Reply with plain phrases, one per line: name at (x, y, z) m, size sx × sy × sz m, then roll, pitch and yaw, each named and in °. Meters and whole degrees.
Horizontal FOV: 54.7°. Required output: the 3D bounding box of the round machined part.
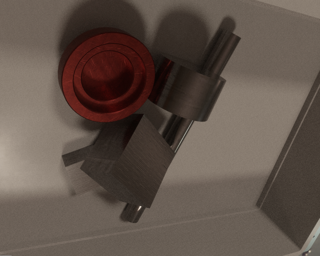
round machined part at (-0.058, -0.058, 0.331) m, size 0.099 × 0.042 × 0.097 m, roll -14°, pitch 125°, yaw -21°

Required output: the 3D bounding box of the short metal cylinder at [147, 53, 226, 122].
short metal cylinder at (0.029, -0.048, 0.360) m, size 0.081 × 0.080 × 0.050 m, roll 11°, pitch 112°, yaw -33°

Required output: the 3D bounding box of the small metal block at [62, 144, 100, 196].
small metal block at (-0.090, 0.051, 0.392) m, size 0.050 × 0.025 × 0.050 m, roll -21°, pitch 127°, yaw -17°

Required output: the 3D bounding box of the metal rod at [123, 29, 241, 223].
metal rod at (0.023, 0.009, 0.428) m, size 0.025 × 0.025 × 0.298 m, roll 16°, pitch 110°, yaw -35°

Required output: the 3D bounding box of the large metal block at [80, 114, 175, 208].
large metal block at (-0.035, 0.039, 0.375) m, size 0.080 × 0.050 × 0.080 m, roll 53°, pitch 52°, yaw -40°
